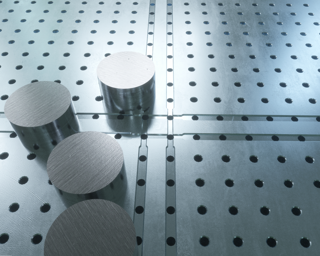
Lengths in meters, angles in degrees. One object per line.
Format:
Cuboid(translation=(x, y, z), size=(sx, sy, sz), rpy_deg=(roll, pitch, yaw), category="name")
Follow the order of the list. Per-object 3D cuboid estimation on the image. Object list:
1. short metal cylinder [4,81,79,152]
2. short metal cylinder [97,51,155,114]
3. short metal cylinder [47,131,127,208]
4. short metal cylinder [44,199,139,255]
Cuboid(translation=(-0.151, -0.016, 0.404), size=(0.081, 0.050, 0.080), rpy_deg=(0, 50, 0), category="short metal cylinder")
Cuboid(translation=(-0.047, -0.066, 0.446), size=(0.081, 0.050, 0.080), rpy_deg=(0, 50, 0), category="short metal cylinder")
Cuboid(translation=(-0.079, 0.050, 0.349), size=(0.081, 0.050, 0.080), rpy_deg=(0, 50, 0), category="short metal cylinder")
Cuboid(translation=(-0.062, 0.115, 0.294), size=(0.081, 0.050, 0.080), rpy_deg=(0, 50, 0), category="short metal cylinder")
